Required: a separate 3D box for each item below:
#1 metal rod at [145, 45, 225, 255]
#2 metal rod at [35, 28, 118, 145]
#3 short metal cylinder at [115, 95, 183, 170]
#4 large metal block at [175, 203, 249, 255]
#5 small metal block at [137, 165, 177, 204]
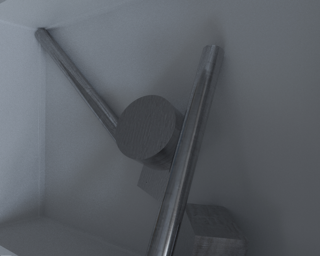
[{"bbox_3d":[0.021,0.048,0.310,0.025,0.025,0.299,1,66,39],"label":"metal rod"},{"bbox_3d":[-0.137,-0.079,0.516,0.300,0.025,0.025,49,119,28],"label":"metal rod"},{"bbox_3d":[-0.006,0.007,0.376,0.080,0.050,0.080,-12,63,25],"label":"short metal cylinder"},{"bbox_3d":[0.048,0.133,0.322,0.050,0.080,0.079,8,97,-5],"label":"large metal block"},{"bbox_3d":[0.002,0.064,0.403,0.050,0.025,0.050,28,107,36],"label":"small metal block"}]
